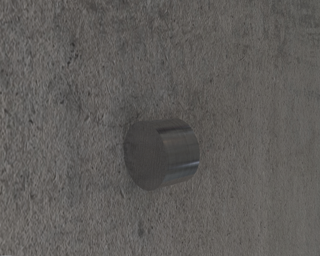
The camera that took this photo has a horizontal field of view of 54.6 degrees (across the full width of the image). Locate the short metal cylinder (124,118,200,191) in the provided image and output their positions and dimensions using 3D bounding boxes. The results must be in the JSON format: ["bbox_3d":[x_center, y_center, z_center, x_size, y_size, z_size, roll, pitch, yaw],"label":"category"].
[{"bbox_3d":[0.001,0.030,0.368,0.050,0.080,0.080,-7,95,-40],"label":"short metal cylinder"}]
